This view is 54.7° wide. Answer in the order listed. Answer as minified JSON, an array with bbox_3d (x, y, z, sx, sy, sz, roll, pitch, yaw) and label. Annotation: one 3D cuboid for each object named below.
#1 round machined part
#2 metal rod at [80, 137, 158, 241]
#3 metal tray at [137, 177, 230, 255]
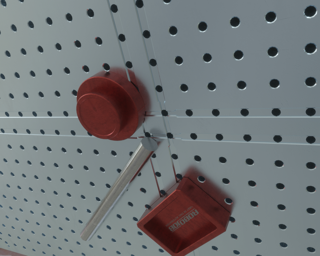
[{"bbox_3d":[-0.074,-0.024,0.423,0.098,0.042,0.097,13,124,20],"label":"round machined part"},{"bbox_3d":[-0.081,0.118,0.524,0.025,0.025,0.298,37,129,3],"label":"metal rod"},{"bbox_3d":[0.032,0.143,0.477,0.090,0.030,0.129,40,129,0],"label":"metal tray"}]
